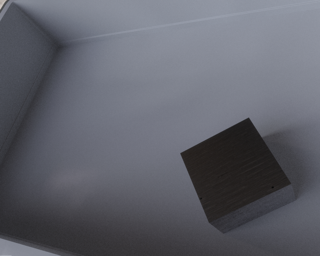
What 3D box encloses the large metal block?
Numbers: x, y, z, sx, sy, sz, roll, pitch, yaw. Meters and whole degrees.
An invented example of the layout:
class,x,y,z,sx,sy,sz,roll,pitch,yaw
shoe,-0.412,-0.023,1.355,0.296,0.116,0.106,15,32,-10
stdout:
class,x,y,z,sx,sy,sz,roll,pitch,yaw
large metal block,0.078,0.049,0.318,0.080,0.050,0.080,-29,52,10
